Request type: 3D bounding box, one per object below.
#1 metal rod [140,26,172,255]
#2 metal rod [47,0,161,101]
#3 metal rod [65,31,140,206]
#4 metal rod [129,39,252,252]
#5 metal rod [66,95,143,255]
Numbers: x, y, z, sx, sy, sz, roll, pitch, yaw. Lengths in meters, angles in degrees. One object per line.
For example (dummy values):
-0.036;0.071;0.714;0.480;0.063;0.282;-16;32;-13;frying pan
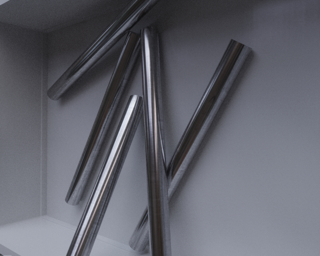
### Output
-0.006;0.014;0.386;0.025;0.025;0.299;-14;73;39;metal rod
-0.097;-0.116;0.469;0.299;0.025;0.025;-29;72;41;metal rod
-0.091;-0.003;0.482;0.025;0.025;0.298;38;113;33;metal rod
0.028;0.036;0.383;0.025;0.025;0.298;39;113;33;metal rod
-0.075;0.091;0.376;0.025;0.025;0.300;-2;59;40;metal rod
